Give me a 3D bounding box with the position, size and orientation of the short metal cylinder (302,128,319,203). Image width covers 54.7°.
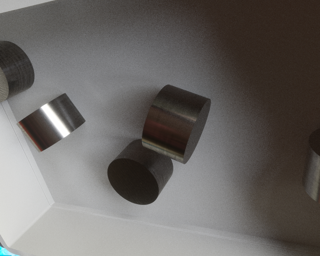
[{"bbox_3d":[0.184,0.038,0.299,0.080,0.080,0.050,8,122,24],"label":"short metal cylinder"}]

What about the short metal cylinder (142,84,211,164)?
[{"bbox_3d":[0.020,-0.005,0.360,0.050,0.080,0.079,22,127,15],"label":"short metal cylinder"}]

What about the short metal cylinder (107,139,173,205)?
[{"bbox_3d":[-0.028,0.063,0.446,0.080,0.050,0.079,13,124,21],"label":"short metal cylinder"}]

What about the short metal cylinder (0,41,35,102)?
[{"bbox_3d":[-0.239,-0.085,0.466,0.080,0.050,0.079,13,124,21],"label":"short metal cylinder"}]

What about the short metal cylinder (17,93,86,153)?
[{"bbox_3d":[-0.157,-0.008,0.451,0.080,0.080,0.050,-24,105,36],"label":"short metal cylinder"}]
